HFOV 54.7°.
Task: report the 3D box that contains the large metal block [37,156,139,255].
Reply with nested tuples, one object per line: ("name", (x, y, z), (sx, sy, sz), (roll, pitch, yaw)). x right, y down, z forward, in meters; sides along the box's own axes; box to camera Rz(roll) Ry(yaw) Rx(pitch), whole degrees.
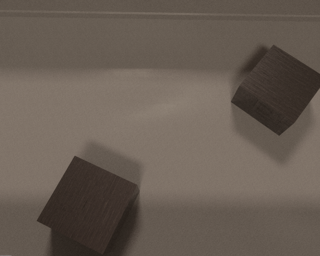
("large metal block", (-0.079, 0.090, 0.363), (0.080, 0.050, 0.080), (24, 72, 8))

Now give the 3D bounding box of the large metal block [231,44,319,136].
("large metal block", (0.157, -0.050, 0.417), (0.080, 0.050, 0.080), (38, 74, 12))
